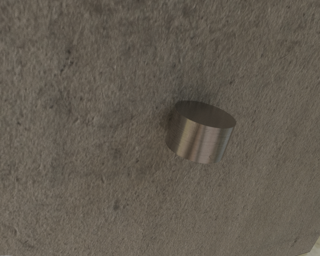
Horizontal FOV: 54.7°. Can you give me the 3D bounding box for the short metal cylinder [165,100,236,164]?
[{"bbox_3d":[0.052,0.003,0.404,0.081,0.080,0.050,0,118,-29],"label":"short metal cylinder"}]
